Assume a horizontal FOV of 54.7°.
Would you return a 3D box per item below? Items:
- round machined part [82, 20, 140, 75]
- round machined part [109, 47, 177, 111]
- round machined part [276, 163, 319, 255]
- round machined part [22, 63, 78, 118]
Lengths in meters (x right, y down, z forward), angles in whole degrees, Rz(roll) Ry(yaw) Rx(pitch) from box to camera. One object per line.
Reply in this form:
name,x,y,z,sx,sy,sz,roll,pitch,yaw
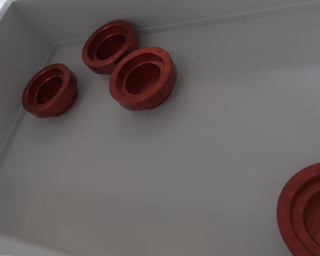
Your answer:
round machined part,-0.076,-0.128,0.513,0.098,0.042,0.098,-13,56,21
round machined part,-0.020,-0.065,0.446,0.098,0.042,0.098,-13,56,21
round machined part,0.154,0.081,0.264,0.098,0.042,0.098,-13,56,21
round machined part,-0.180,-0.058,0.526,0.098,0.042,0.098,-13,56,21
